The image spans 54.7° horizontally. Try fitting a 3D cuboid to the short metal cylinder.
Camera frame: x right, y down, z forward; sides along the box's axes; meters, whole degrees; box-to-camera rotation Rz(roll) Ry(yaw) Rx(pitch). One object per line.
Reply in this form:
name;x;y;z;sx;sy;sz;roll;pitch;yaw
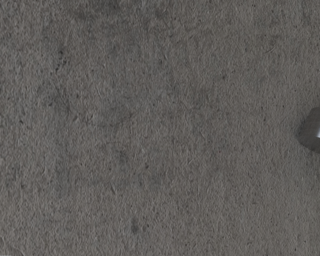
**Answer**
short metal cylinder;0.263;0.009;0.477;0.080;0.080;0.050;30;80;-18
